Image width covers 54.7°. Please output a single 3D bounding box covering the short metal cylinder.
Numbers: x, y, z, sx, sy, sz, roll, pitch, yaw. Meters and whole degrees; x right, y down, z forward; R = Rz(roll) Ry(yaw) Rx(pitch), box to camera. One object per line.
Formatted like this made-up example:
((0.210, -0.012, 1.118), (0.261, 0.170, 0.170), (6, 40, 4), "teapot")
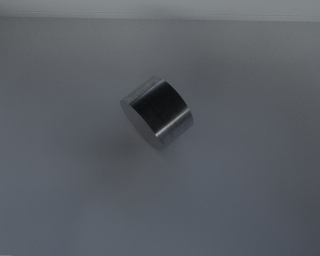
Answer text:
((-0.004, -0.017, 0.384), (0.050, 0.080, 0.080), (-40, 75, -13), "short metal cylinder")
